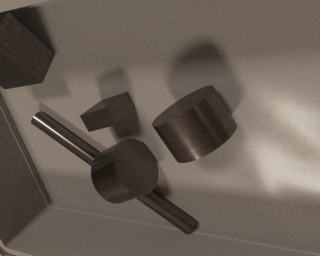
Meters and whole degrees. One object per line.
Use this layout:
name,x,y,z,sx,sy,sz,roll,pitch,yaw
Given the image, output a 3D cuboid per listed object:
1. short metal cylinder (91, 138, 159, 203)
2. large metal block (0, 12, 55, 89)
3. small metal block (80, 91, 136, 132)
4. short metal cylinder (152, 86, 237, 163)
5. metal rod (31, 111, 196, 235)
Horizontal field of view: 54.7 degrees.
short metal cylinder,-0.048,0.061,0.434,0.050,0.080,0.080,-28,103,37
large metal block,-0.206,-0.099,0.414,0.080,0.050,0.080,-3,151,29
small metal block,-0.069,-0.022,0.414,0.050,0.050,0.025,-13,112,33
short metal cylinder,0.038,-0.005,0.349,0.080,0.080,0.050,-25,105,36
metal rod,-0.075,0.068,0.488,0.301,0.025,0.025,35,129,4
